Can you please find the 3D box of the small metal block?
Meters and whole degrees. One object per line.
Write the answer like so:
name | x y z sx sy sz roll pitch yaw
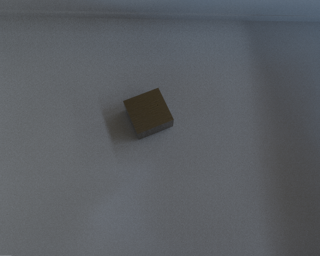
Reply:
small metal block | -0.015 -0.019 0.413 0.050 0.025 0.050 -22 72 -8
